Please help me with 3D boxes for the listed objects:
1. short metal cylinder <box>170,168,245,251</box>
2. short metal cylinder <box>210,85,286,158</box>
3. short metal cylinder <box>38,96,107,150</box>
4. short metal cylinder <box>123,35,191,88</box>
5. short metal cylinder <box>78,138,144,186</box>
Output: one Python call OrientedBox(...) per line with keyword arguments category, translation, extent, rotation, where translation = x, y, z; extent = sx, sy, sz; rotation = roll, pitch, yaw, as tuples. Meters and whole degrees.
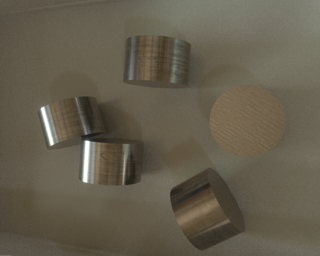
OrientedBox(category="short metal cylinder", translation=(0.056, 0.093, 0.361), extent=(0.050, 0.080, 0.080), rotation=(-33, 80, 17))
OrientedBox(category="short metal cylinder", translation=(0.103, -0.008, 0.361), extent=(0.080, 0.050, 0.080), rotation=(0, 90, 20))
OrientedBox(category="short metal cylinder", translation=(-0.119, -0.006, 0.423), extent=(0.080, 0.080, 0.050), rotation=(-19, 84, 19))
OrientedBox(category="short metal cylinder", translation=(-0.004, -0.079, 0.383), extent=(0.080, 0.080, 0.050), rotation=(5, 92, 20))
OrientedBox(category="short metal cylinder", translation=(-0.063, 0.041, 0.403), extent=(0.080, 0.080, 0.050), rotation=(5, 92, 20))
